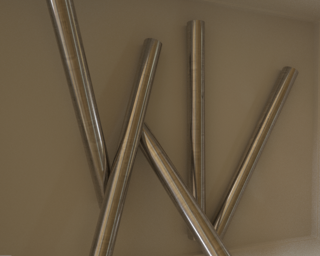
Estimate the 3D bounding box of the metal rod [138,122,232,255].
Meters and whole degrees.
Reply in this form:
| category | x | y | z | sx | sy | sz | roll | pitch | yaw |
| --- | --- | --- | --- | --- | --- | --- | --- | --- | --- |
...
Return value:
| category | x | y | z | sx | sy | sz | roll | pitch | yaw |
| --- | --- | --- | --- | --- | --- | --- | --- | --- | --- |
| metal rod | 0.048 | 0.116 | 0.348 | 0.025 | 0.025 | 0.299 | -26 | 67 | -19 |

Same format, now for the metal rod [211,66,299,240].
| category | x | y | z | sx | sy | sz | roll | pitch | yaw |
| --- | --- | --- | --- | --- | --- | --- | --- | --- | --- |
| metal rod | 0.137 | 0.041 | 0.462 | 0.025 | 0.025 | 0.299 | 31 | 80 | -18 |

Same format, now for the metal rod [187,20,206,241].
| category | x | y | z | sx | sy | sz | roll | pitch | yaw |
| --- | --- | --- | --- | --- | --- | --- | --- | --- | --- |
| metal rod | 0.050 | 0.003 | 0.430 | 0.025 | 0.025 | 0.298 | 0 | 90 | -20 |

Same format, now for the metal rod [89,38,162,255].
| category | x | y | z | sx | sy | sz | roll | pitch | yaw |
| --- | --- | --- | --- | --- | --- | --- | --- | --- | --- |
| metal rod | -0.040 | 0.029 | 0.369 | 0.025 | 0.025 | 0.299 | 18 | 74 | -20 |

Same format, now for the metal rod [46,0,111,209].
| category | x | y | z | sx | sy | sz | roll | pitch | yaw |
| --- | --- | --- | --- | --- | --- | --- | --- | --- | --- |
| metal rod | -0.084 | -0.040 | 0.332 | 0.025 | 0.025 | 0.298 | -17 | 114 | -20 |
